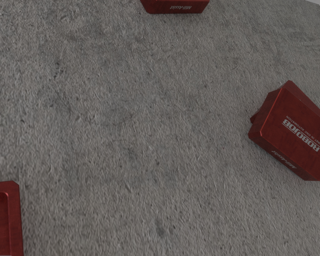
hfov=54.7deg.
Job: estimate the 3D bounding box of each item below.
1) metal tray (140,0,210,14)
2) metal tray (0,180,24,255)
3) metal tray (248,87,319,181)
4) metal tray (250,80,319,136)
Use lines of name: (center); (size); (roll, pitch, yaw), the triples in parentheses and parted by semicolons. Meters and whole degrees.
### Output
metal tray: (0.018, -0.252, 0.563); (0.131, 0.030, 0.090); (-15, 70, -34)
metal tray: (-0.159, 0.112, 0.246); (0.091, 0.030, 0.130); (-2, 62, -29)
metal tray: (0.208, 0.011, 0.477); (0.130, 0.030, 0.090); (36, 71, -13)
metal tray: (0.221, -0.019, 0.530); (0.090, 0.030, 0.131); (48, 51, 5)
